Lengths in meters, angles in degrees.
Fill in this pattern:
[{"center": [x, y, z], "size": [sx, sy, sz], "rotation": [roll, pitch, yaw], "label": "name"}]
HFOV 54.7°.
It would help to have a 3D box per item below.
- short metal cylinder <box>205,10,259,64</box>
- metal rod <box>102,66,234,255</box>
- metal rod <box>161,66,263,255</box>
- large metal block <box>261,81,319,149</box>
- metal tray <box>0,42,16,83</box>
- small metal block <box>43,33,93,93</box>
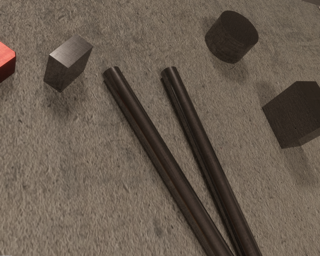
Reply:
[{"center": [0.129, -0.164, 0.560], "size": [0.081, 0.050, 0.080], "rotation": [14, 56, -21], "label": "short metal cylinder"}, {"center": [0.011, 0.049, 0.380], "size": [0.025, 0.025, 0.299], "rotation": [-22, 74, -36], "label": "metal rod"}, {"center": [0.066, 0.046, 0.413], "size": [0.025, 0.025, 0.299], "rotation": [-9, 66, -32], "label": "metal rod"}, {"center": [0.227, -0.021, 0.507], "size": [0.050, 0.080, 0.080], "rotation": [-5, 64, -31], "label": "large metal block"}, {"center": [-0.236, -0.084, 0.325], "size": [0.130, 0.030, 0.090], "rotation": [36, 51, -5], "label": "metal tray"}, {"center": [-0.112, -0.078, 0.376], "size": [0.025, 0.050, 0.050], "rotation": [36, 51, -5], "label": "small metal block"}]
